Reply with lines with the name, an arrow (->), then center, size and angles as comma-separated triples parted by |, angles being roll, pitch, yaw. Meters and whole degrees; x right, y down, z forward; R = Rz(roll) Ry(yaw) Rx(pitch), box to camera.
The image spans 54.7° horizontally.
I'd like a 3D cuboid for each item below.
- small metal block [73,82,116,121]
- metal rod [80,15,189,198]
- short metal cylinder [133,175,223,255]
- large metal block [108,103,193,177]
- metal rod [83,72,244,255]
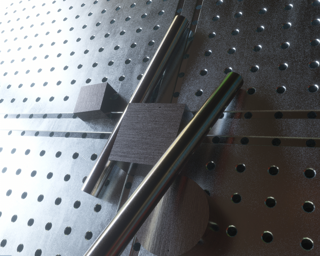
small metal block -> -0.102, -0.041, 0.485 | 0.050, 0.025, 0.050 | -5, 59, 25
metal rod -> -0.028, -0.042, 0.447 | 0.025, 0.025, 0.300 | 14, 69, 33
short metal cylinder -> 0.020, 0.095, 0.323 | 0.080, 0.050, 0.080 | -13, 57, 20
large metal block -> -0.005, 0.016, 0.384 | 0.080, 0.050, 0.080 | 3, 63, 29
metal rod -> 0.012, 0.036, 0.317 | 0.025, 0.025, 0.301 | 16, 50, 34
